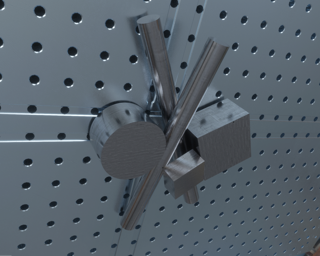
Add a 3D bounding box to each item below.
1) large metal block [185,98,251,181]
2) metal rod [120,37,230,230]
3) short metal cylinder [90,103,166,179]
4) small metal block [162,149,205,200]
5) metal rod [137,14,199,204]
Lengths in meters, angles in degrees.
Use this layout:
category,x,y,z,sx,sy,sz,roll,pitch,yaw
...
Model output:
category,x,y,z,sx,sy,sz,roll,pitch,yaw
large metal block,0.081,0.016,0.444,0.081,0.050,0.080,-25,128,-14
metal rod,0.007,0.026,0.402,0.025,0.025,0.298,6,123,-32
short metal cylinder,-0.040,0.016,0.378,0.081,0.050,0.079,-14,125,-21
small metal block,0.033,0.064,0.423,0.050,0.025,0.050,-30,144,-19
metal rod,0.020,0.000,0.417,0.025,0.025,0.298,-25,128,-13
